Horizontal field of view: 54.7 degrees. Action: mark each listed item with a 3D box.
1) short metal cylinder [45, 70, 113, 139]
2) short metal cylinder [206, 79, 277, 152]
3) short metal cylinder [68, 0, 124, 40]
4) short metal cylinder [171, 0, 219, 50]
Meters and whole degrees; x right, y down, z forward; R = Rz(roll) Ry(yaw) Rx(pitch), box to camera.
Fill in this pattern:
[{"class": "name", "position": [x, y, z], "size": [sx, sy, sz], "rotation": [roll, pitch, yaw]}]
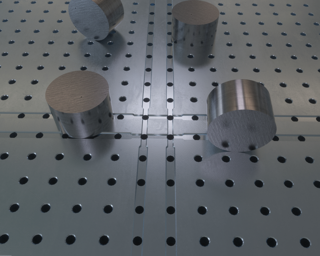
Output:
[{"class": "short metal cylinder", "position": [-0.106, -0.032, 0.418], "size": [0.081, 0.050, 0.080], "rotation": [0, 50, 0]}, {"class": "short metal cylinder", "position": [0.098, -0.014, 0.384], "size": [0.080, 0.080, 0.050], "rotation": [4, 50, 3]}, {"class": "short metal cylinder", "position": [-0.111, -0.201, 0.540], "size": [0.080, 0.080, 0.050], "rotation": [20, 53, 16]}, {"class": "short metal cylinder", "position": [0.060, -0.181, 0.544], "size": [0.081, 0.050, 0.080], "rotation": [0, 50, 0]}]
